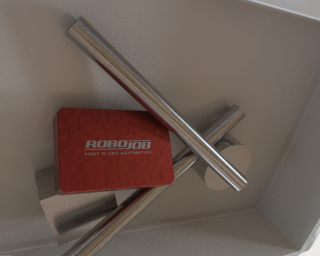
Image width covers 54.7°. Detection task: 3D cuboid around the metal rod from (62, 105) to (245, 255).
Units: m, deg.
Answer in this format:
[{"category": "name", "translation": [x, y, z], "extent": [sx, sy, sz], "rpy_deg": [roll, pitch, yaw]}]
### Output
[{"category": "metal rod", "translation": [0.005, 0.066, 0.404], "extent": [0.301, 0.025, 0.025], "rpy_deg": [-39, 131, -20]}]

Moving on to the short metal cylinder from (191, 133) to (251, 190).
[{"category": "short metal cylinder", "translation": [0.089, 0.047, 0.469], "extent": [0.081, 0.050, 0.079], "rpy_deg": [-14, 125, -21]}]

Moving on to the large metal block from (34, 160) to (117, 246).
[{"category": "large metal block", "translation": [-0.101, 0.088, 0.387], "extent": [0.081, 0.050, 0.079], "rpy_deg": [-18, 126, -19]}]

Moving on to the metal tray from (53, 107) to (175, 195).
[{"category": "metal tray", "translation": [-0.051, 0.026, 0.357], "extent": [0.131, 0.030, 0.090], "rpy_deg": [1, 74, -28]}]

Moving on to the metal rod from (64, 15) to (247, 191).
[{"category": "metal rod", "translation": [0.014, -0.011, 0.371], "extent": [0.025, 0.025, 0.300], "rpy_deg": [-46, 117, 4]}]
